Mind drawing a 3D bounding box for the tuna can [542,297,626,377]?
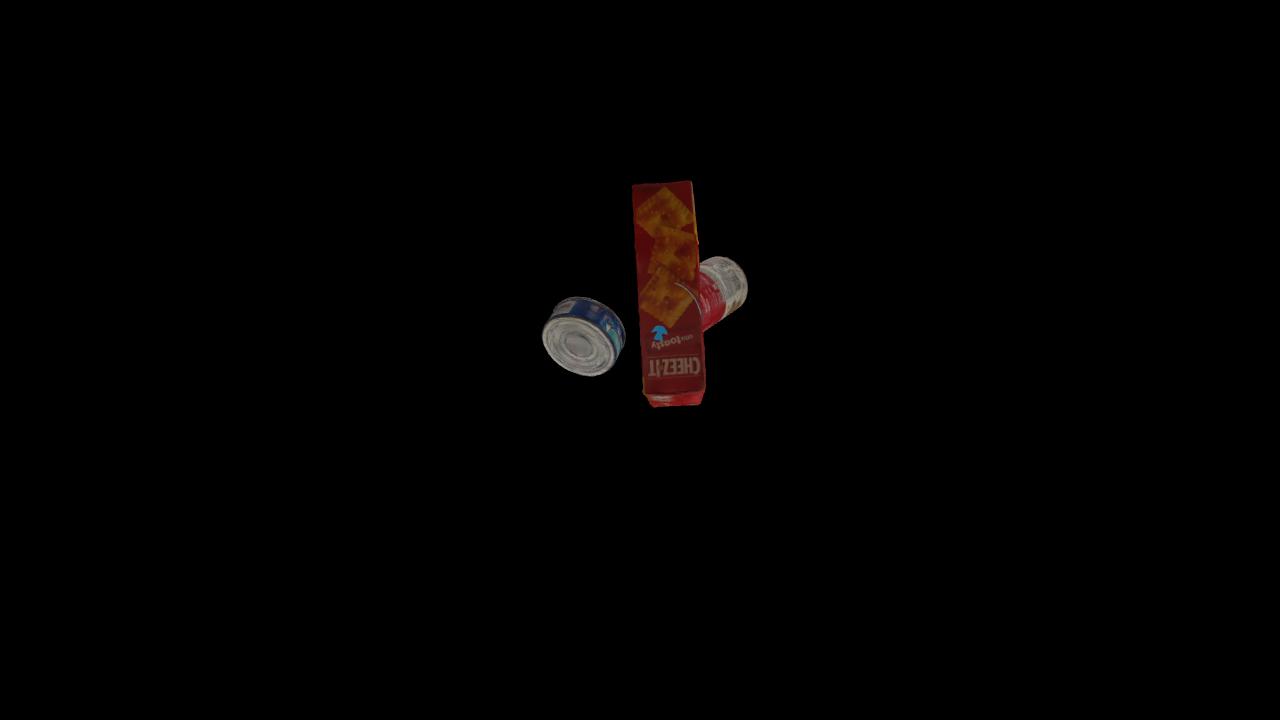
[{"bbox_3d":[-0.059,-0.023,0.645,0.084,0.084,0.034,0,41,23],"label":"tuna can"}]

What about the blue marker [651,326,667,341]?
[{"bbox_3d":[0.031,-0.062,0.644,0.020,0.121,0.020,9,-43,8],"label":"blue marker"}]

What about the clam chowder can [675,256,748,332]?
[{"bbox_3d":[0.064,-0.067,0.661,0.068,0.068,0.102,0,23,41],"label":"clam chowder can"}]

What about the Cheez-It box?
[{"bbox_3d":[0.034,-0.063,0.691,0.071,0.223,0.166,-3,-9,5],"label":"Cheez-It box"}]
